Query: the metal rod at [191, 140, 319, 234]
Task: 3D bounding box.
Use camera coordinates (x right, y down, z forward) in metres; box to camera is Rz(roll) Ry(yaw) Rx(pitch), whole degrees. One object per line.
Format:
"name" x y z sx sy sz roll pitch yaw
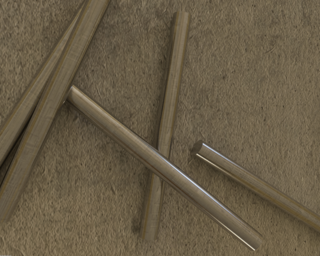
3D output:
"metal rod" 0.173 0.103 0.472 0.301 0.025 0.025 32 80 -17

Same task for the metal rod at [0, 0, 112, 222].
"metal rod" -0.117 -0.037 0.346 0.025 0.025 0.299 25 89 -19

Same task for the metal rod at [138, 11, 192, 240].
"metal rod" 0.007 -0.005 0.411 0.025 0.025 0.298 10 87 -20

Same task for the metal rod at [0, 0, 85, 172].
"metal rod" -0.145 -0.035 0.355 0.025 0.025 0.300 32 80 -17

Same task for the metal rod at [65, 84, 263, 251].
"metal rod" 0.007 0.051 0.383 0.300 0.025 0.025 39 77 -5
